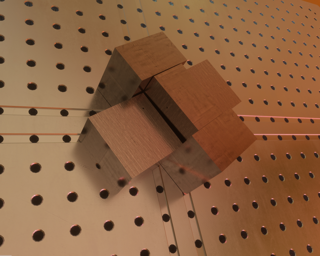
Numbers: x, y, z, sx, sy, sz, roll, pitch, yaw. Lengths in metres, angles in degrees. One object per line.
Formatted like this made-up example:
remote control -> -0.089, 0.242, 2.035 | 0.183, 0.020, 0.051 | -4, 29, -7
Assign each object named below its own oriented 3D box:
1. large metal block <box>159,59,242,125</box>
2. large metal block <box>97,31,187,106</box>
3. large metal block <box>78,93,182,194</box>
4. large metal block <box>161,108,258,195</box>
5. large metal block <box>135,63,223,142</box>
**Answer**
large metal block -> 0.056, -0.042, 0.446 | 0.081, 0.050, 0.080 | -33, 82, -38
large metal block -> -0.024, -0.069, 0.401 | 0.081, 0.080, 0.050 | -32, 79, -38
large metal block -> -0.034, 0.016, 0.365 | 0.081, 0.050, 0.080 | -30, 78, -38
large metal block -> 0.060, 0.029, 0.386 | 0.081, 0.080, 0.050 | -32, 80, -39
large metal block -> 0.018, -0.020, 0.394 | 0.050, 0.080, 0.080 | -33, 80, -38
